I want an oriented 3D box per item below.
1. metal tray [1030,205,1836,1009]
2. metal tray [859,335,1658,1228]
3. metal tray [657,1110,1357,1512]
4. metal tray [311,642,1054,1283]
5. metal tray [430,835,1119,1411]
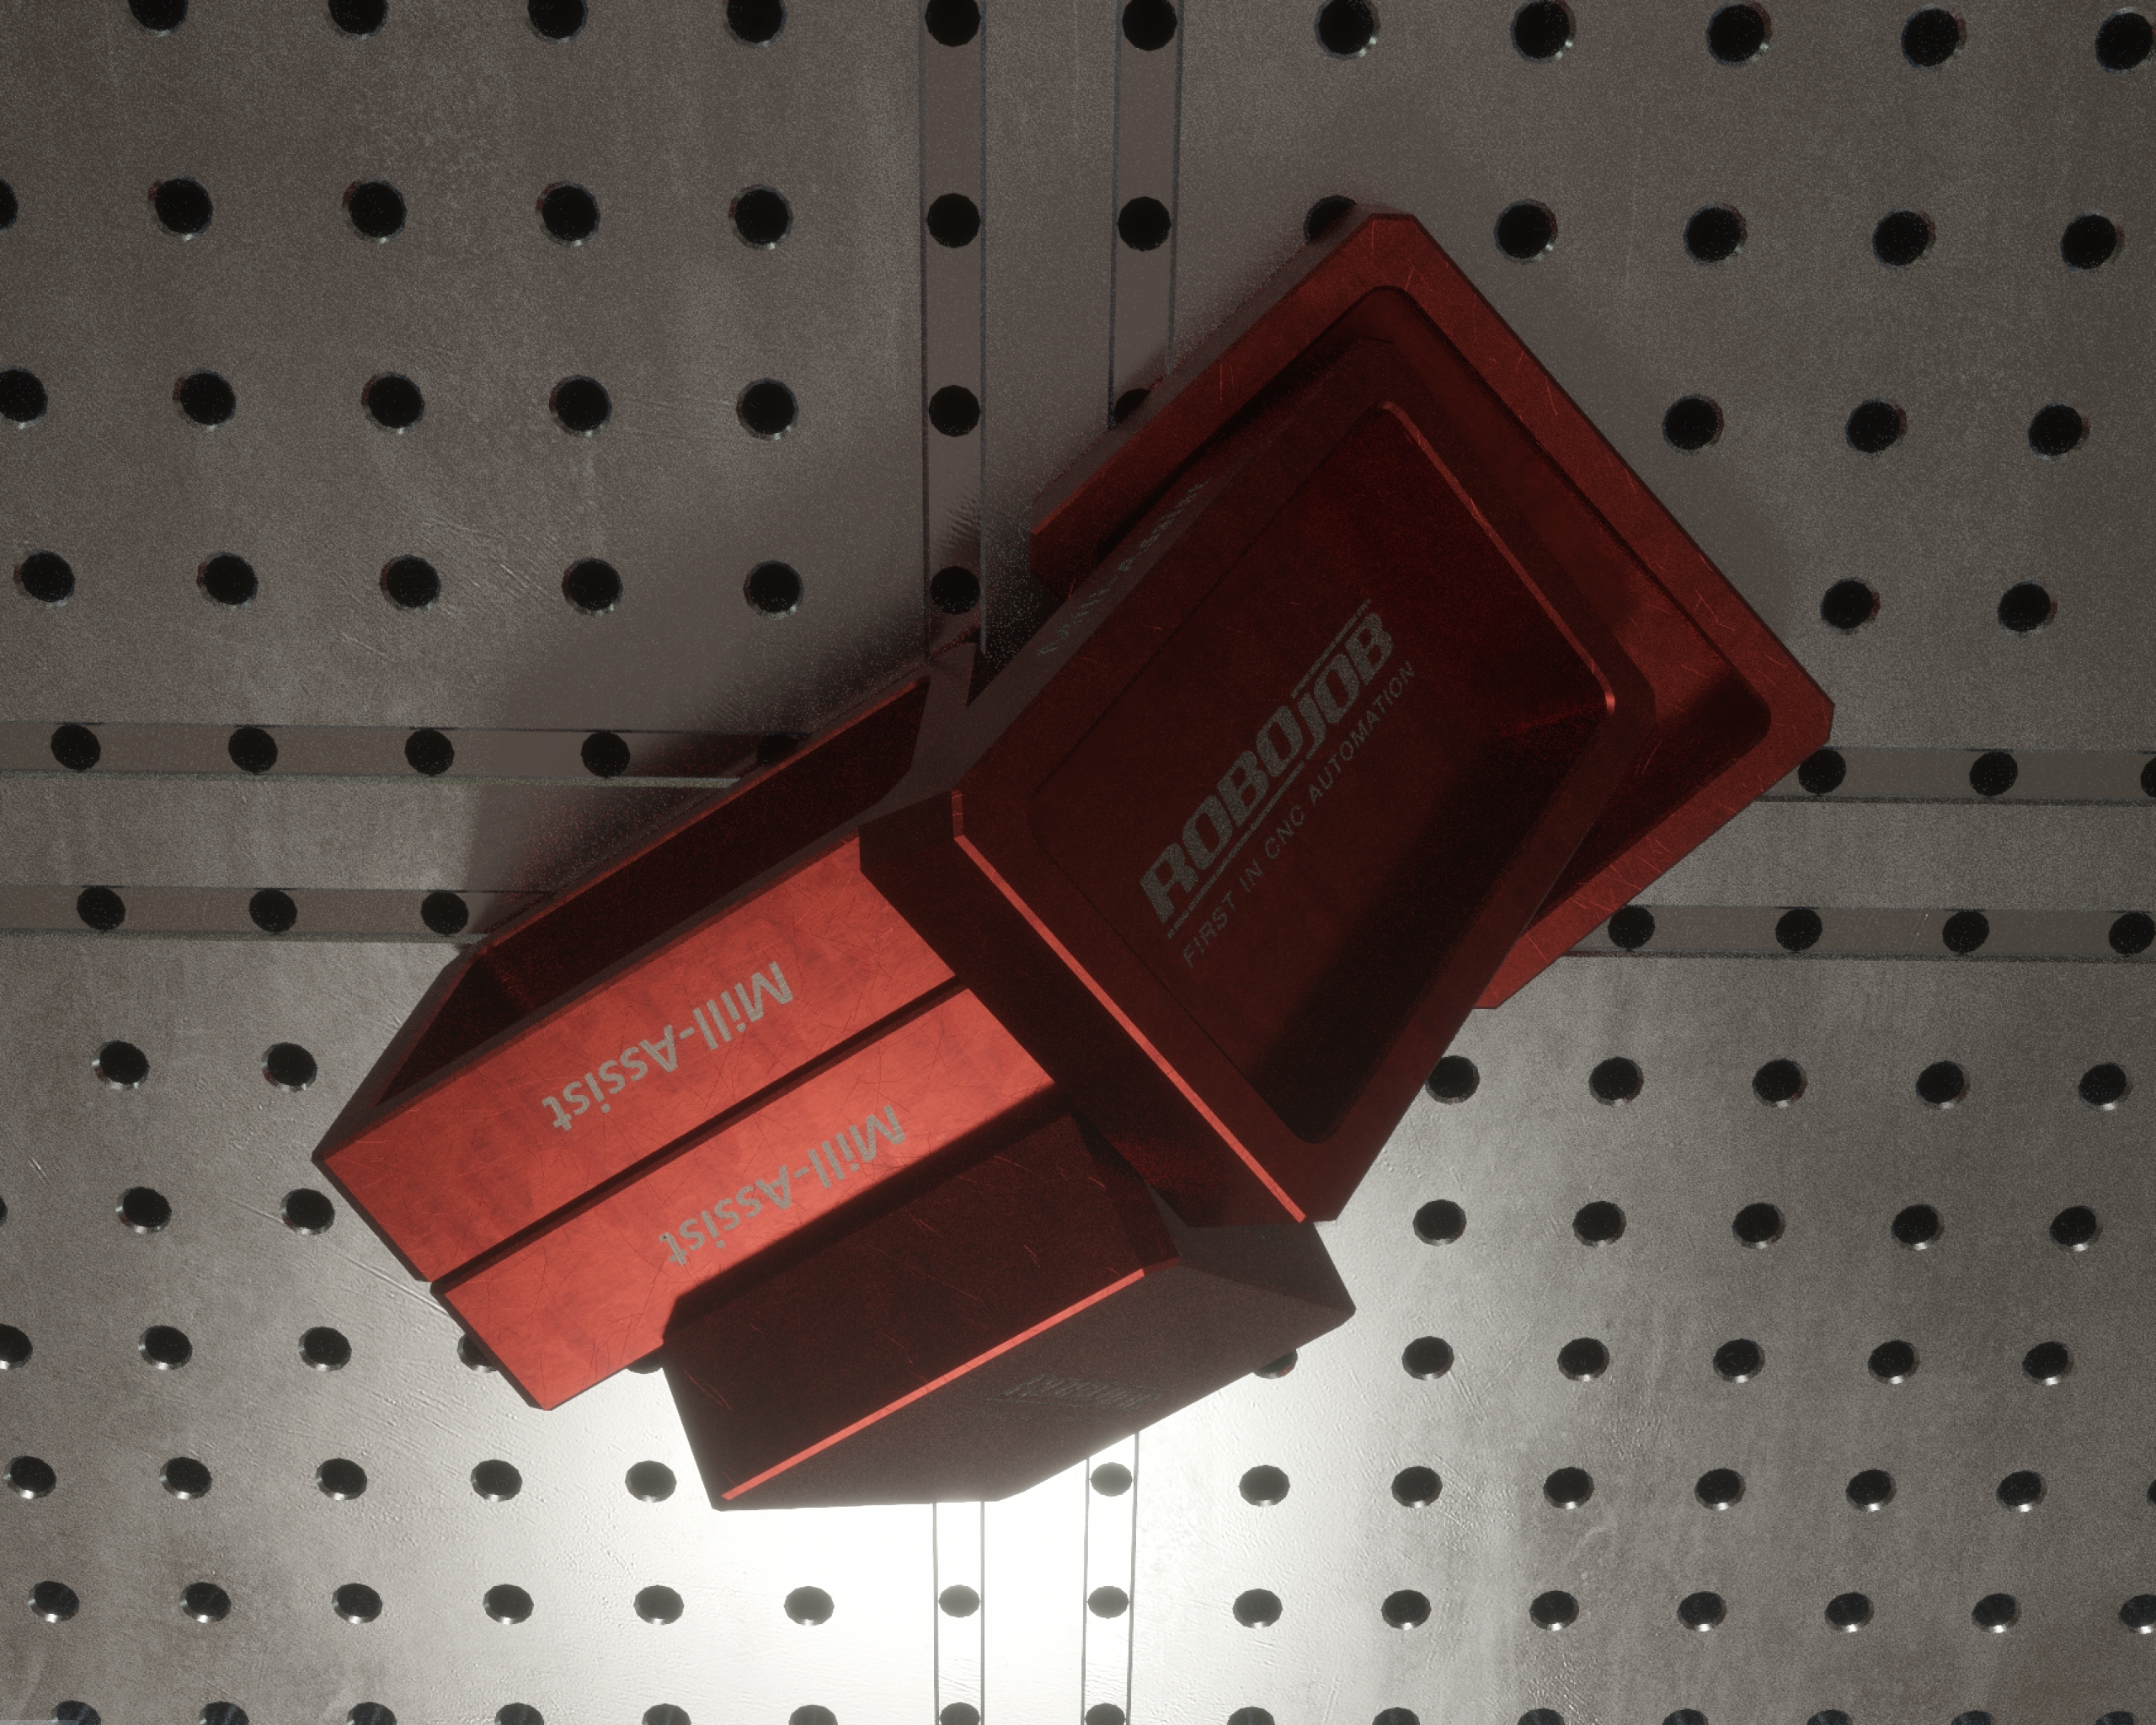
[{"bbox_3d":[0.066,-0.046,0.394,0.090,0.030,0.130,-42,105,13],"label":"metal tray"},{"bbox_3d":[0.036,-0.015,0.348,0.090,0.030,0.130,49,58,-16],"label":"metal tray"},{"bbox_3d":[-0.007,0.089,0.397,0.090,0.130,0.030,-31,66,11],"label":"metal tray"},{"bbox_3d":[-0.067,0.015,0.383,0.130,0.090,0.030,-31,108,10],"label":"metal tray"},{"bbox_3d":[-0.049,0.039,0.391,0.130,0.090,0.030,-31,108,10],"label":"metal tray"}]
